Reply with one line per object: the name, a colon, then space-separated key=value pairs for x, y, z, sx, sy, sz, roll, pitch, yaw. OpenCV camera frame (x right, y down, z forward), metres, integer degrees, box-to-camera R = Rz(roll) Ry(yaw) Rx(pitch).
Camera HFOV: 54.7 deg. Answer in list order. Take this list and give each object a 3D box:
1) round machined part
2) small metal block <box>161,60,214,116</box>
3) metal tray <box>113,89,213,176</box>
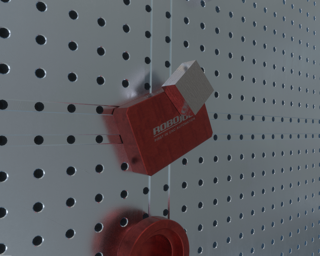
round machined part: x=-0.013 y=0.159 z=0.388 sx=0.099 sy=0.042 sz=0.097 roll=0 pitch=90 yaw=-40
small metal block: x=0.037 y=-0.051 z=0.400 sx=0.050 sy=0.025 sz=0.050 roll=-51 pitch=120 yaw=-28
metal tray: x=0.010 y=-0.005 z=0.414 sx=0.131 sy=0.030 sz=0.090 roll=-28 pitch=108 yaw=-36
